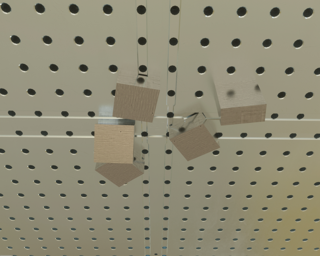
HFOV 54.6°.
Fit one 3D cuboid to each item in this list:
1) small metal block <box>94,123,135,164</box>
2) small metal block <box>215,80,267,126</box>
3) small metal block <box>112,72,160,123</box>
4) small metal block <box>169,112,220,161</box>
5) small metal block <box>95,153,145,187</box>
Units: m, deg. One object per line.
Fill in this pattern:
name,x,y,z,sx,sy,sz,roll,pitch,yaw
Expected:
small metal block,-0.060,0.019,0.412,0.050,0.025,0.050,2,95,-2
small metal block,0.094,-0.031,0.370,0.050,0.050,0.025,-6,130,5
small metal block,-0.029,-0.037,0.380,0.050,0.025,0.050,9,130,-8
small metal block,0.047,0.013,0.423,0.050,0.025,0.050,-26,126,20
small metal block,-0.059,0.055,0.458,0.050,0.025,0.050,-32,124,24
